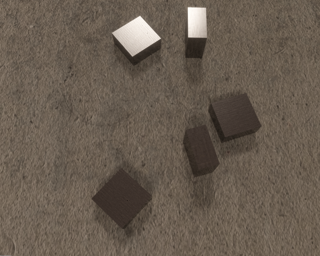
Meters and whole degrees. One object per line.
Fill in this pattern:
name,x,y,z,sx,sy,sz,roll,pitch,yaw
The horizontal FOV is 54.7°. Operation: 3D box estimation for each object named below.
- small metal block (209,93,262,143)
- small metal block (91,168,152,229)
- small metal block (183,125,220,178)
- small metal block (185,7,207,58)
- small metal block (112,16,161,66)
small metal block,0.099,-0.013,0.414,0.050,0.025,0.050,-16,71,-6
small metal block,-0.045,0.086,0.376,0.050,0.025,0.050,40,75,13
small metal block,0.050,0.030,0.385,0.025,0.050,0.050,-15,71,-5
small metal block,0.051,-0.136,0.445,0.025,0.050,0.050,1,70,0
small metal block,-0.034,-0.128,0.454,0.050,0.025,0.050,-36,74,-13
